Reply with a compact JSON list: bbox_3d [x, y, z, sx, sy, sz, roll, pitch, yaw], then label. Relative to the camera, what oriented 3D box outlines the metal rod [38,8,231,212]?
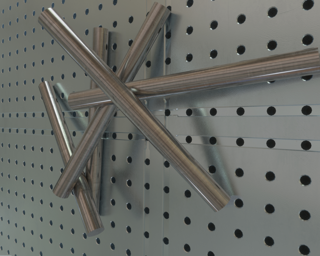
[{"bbox_3d":[-0.031,-0.023,0.359,0.300,0.025,0.025,47,121,3],"label":"metal rod"}]

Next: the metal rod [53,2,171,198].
[{"bbox_3d":[-0.071,-0.031,0.430,0.025,0.025,0.299,37,101,33],"label":"metal rod"}]

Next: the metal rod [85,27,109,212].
[{"bbox_3d":[-0.101,-0.005,0.490,0.025,0.025,0.298,6,94,39],"label":"metal rod"}]

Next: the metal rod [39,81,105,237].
[{"bbox_3d":[-0.153,0.033,0.509,0.025,0.025,0.299,-48,55,29],"label":"metal rod"}]

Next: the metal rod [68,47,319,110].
[{"bbox_3d":[0.015,-0.050,0.356,0.300,0.025,0.025,-6,86,27],"label":"metal rod"}]
